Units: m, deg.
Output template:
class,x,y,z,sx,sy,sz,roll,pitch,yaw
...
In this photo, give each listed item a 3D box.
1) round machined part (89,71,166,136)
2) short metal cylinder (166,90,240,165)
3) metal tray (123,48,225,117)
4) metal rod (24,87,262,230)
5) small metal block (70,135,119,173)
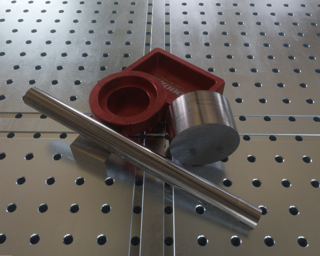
class,x,y,z,sx,sy,sz,roll,pitch,yaw
round machined part,-0.041,-0.028,0.409,0.099,0.042,0.098,-1,50,1
short metal cylinder,0.049,0.001,0.370,0.081,0.080,0.050,-3,50,-3
metal tray,0.017,-0.063,0.457,0.130,0.030,0.090,32,56,24
metal rod,-0.028,0.029,0.356,0.301,0.025,0.025,28,55,10
small metal block,-0.075,0.022,0.389,0.050,0.025,0.050,22,53,17
